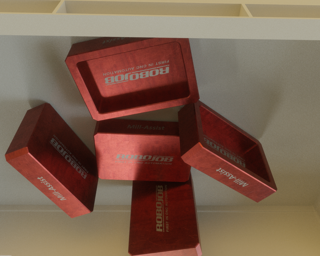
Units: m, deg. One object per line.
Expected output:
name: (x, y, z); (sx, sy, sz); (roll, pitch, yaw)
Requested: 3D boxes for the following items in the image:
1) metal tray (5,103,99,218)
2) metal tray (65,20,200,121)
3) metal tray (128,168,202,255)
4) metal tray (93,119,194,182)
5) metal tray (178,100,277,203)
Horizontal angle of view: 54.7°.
metal tray: (-0.128, 0.043, 0.399); (0.030, 0.090, 0.130); (-20, 128, 14)
metal tray: (-0.027, -0.061, 0.351); (0.131, 0.030, 0.090); (-10, 130, 8)
metal tray: (0.006, 0.121, 0.439); (0.090, 0.130, 0.030); (-10, 130, 7)
metal tray: (-0.021, 0.033, 0.430); (0.131, 0.030, 0.089); (2, 130, -3)
metal tray: (0.083, 0.028, 0.388); (0.131, 0.090, 0.030); (31, 124, -24)
